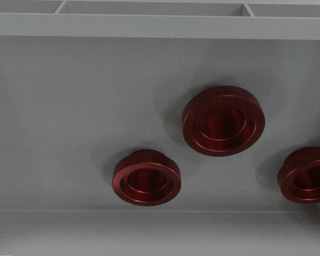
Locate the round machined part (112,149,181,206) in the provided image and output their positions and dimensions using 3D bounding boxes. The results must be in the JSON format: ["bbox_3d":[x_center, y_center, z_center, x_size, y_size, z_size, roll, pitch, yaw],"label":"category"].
[{"bbox_3d":[-0.019,0.069,0.456,0.099,0.042,0.097,0,130,0],"label":"round machined part"}]

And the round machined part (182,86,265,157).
[{"bbox_3d":[0.076,-0.012,0.388,0.099,0.042,0.097,0,130,0],"label":"round machined part"}]

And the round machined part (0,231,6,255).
[{"bbox_3d":[-0.339,0.214,0.580,0.099,0.042,0.097,0,130,0],"label":"round machined part"}]

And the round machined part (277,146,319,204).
[{"bbox_3d":[0.222,0.065,0.455,0.099,0.042,0.097,0,130,0],"label":"round machined part"}]
